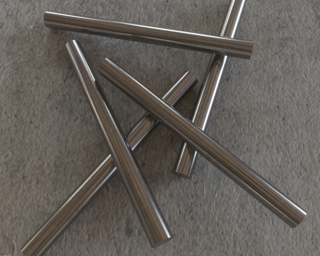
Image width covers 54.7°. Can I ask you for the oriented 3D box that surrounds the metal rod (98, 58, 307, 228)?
[{"bbox_3d":[0.041,0.010,0.377,0.300,0.025,0.025,39,74,12],"label":"metal rod"}]

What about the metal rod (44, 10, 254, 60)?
[{"bbox_3d":[-0.022,-0.134,0.441,0.301,0.025,0.025,12,70,10],"label":"metal rod"}]

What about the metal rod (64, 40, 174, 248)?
[{"bbox_3d":[-0.062,0.000,0.384,0.025,0.025,0.299,-24,63,-9],"label":"metal rod"}]

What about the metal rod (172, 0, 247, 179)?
[{"bbox_3d":[0.076,-0.073,0.435,0.025,0.025,0.299,18,71,6],"label":"metal rod"}]

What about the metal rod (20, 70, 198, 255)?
[{"bbox_3d":[-0.053,0.037,0.394,0.025,0.025,0.301,38,74,12],"label":"metal rod"}]
